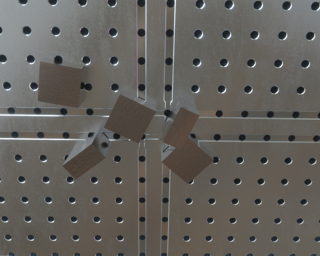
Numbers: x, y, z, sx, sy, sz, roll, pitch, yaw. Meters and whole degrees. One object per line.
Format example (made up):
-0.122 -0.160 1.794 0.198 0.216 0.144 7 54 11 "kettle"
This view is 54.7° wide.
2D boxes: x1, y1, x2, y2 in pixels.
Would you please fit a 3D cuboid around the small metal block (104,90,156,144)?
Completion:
-0.039 -0.015 0.407 0.050 0.025 0.050 26 108 -10 "small metal block"

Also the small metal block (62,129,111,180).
-0.096 0.034 0.411 0.050 0.050 0.025 -36 107 12 "small metal block"

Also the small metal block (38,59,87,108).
-0.123 -0.057 0.391 0.050 0.025 0.050 10 110 -4 "small metal block"

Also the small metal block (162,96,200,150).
0.025 -0.007 0.398 0.025 0.050 0.050 24 108 -9 "small metal block"

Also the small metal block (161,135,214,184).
0.037 0.040 0.429 0.050 0.025 0.050 41 105 -14 "small metal block"
